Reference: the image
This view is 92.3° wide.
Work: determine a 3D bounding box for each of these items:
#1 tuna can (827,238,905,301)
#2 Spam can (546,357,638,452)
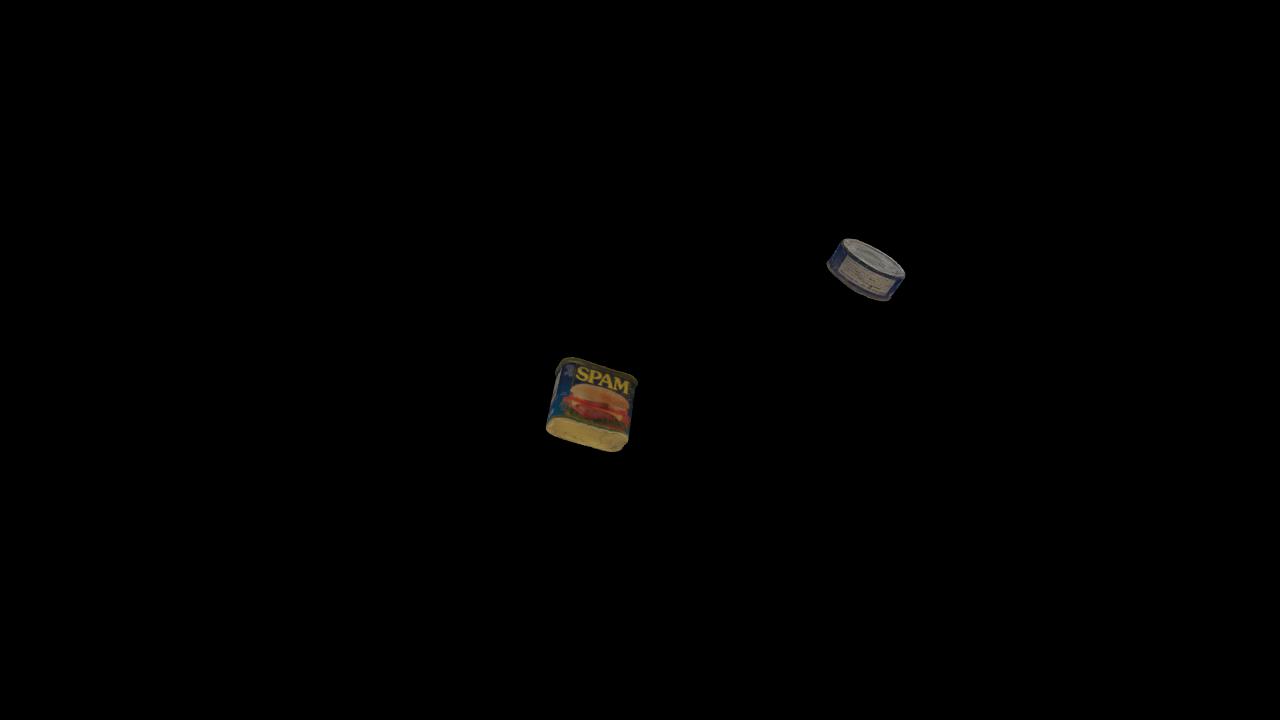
[{"bbox_3d":[0.263,-0.106,0.714,0.084,0.034,0.084,18,33,-13],"label":"tuna can"},{"bbox_3d":[-0.059,0.055,0.745,0.101,0.085,0.058,18,-37,-14],"label":"Spam can"}]
